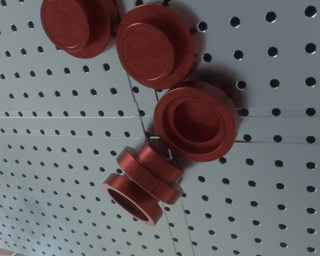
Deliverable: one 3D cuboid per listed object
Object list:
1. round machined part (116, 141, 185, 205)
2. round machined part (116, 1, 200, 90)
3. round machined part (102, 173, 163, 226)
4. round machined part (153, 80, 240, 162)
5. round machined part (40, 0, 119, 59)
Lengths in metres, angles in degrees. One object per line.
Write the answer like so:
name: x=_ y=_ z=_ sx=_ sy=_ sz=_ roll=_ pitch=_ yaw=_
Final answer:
round machined part: x=-0.006 y=0.054 z=0.412 sx=0.098 sy=0.098 sz=0.042 roll=38 pitch=91 yaw=2
round machined part: x=-0.008 y=-0.088 z=0.349 sx=0.098 sy=0.042 sz=0.097 roll=13 pitch=124 yaw=20
round machined part: x=-0.035 y=0.099 z=0.462 sx=0.098 sy=0.042 sz=0.098 roll=31 pitch=153 yaw=18
round machined part: x=0.045 y=-0.011 z=0.368 sx=0.098 sy=0.042 sz=0.097 roll=13 pitch=125 yaw=20
round machined part: x=-0.102 y=-0.130 z=0.372 sx=0.098 sy=0.042 sz=0.097 roll=13 pitch=124 yaw=20
